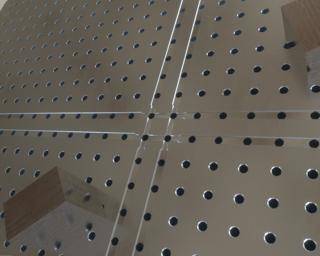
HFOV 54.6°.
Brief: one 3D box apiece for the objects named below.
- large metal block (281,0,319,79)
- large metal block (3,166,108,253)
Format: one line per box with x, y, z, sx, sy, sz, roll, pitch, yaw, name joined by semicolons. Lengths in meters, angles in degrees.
0.197;-0.115;0.360;0.080;0.050;0.080;-19;54;17;large metal block
-0.126;0.102;0.378;0.080;0.080;0.050;-35;51;5;large metal block
